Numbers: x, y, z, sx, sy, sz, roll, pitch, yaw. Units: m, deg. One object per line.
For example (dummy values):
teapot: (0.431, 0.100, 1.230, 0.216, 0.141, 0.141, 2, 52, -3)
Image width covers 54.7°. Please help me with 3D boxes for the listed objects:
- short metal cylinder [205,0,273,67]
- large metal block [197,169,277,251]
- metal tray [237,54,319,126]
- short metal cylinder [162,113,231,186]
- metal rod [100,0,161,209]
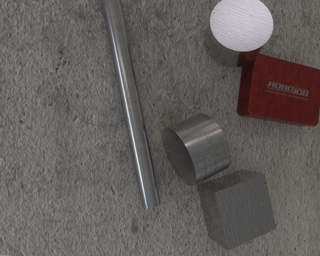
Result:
short metal cylinder: (0.104, -0.129, 0.419, 0.081, 0.050, 0.080, 0, 78, 0)
large metal block: (0.107, 0.111, 0.435, 0.081, 0.050, 0.080, -15, 95, -20)
metal tray: (0.186, -0.055, 0.475, 0.131, 0.030, 0.089, 8, 87, -20)
short metal cylinder: (0.045, 0.027, 0.396, 0.050, 0.080, 0.080, -23, 98, -19)
metal rod: (-0.039, -0.045, 0.394, 0.025, 0.025, 0.298, -12, 94, -20)
